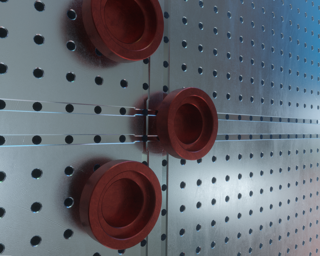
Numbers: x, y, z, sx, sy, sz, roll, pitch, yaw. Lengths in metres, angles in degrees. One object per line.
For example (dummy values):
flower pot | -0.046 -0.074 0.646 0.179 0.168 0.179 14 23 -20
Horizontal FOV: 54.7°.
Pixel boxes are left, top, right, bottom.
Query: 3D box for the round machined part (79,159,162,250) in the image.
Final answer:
round machined part | -0.048 0.085 0.360 0.099 0.042 0.097 0 90 -40

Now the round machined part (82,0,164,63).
round machined part | -0.046 -0.124 0.361 0.099 0.042 0.097 0 90 -40

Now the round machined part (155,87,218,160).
round machined part | 0.033 -0.006 0.428 0.099 0.042 0.097 0 90 -40
